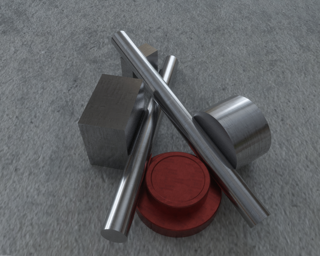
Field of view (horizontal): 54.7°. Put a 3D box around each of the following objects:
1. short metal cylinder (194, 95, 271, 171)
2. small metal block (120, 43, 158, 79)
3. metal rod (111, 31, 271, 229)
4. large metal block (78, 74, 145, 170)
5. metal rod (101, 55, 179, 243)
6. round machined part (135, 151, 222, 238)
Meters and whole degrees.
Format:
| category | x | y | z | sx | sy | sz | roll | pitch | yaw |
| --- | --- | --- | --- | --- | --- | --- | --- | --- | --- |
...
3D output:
| category | x | y | z | sx | sy | sz | roll | pitch | yaw |
| --- | --- | --- | --- | --- | --- | --- | --- | --- | --- |
| short metal cylinder | 0.082 | 0.008 | 0.364 | 0.050 | 0.080 | 0.080 | -26 | 55 | -20 |
| small metal block | -0.030 | -0.091 | 0.464 | 0.025 | 0.050 | 0.050 | 38 | 59 | 27 |
| metal rod | 0.022 | -0.016 | 0.374 | 0.025 | 0.025 | 0.300 | -26 | 64 | -20 |
| large metal block | -0.053 | -0.006 | 0.373 | 0.050 | 0.080 | 0.080 | 9 | 51 | 7 |
| metal rod | -0.012 | -0.003 | 0.388 | 0.025 | 0.025 | 0.300 | 9 | 44 | 7 |
| round machined part | 0.019 | 0.065 | 0.340 | 0.099 | 0.042 | 0.098 | 0 | 50 | 0 |
